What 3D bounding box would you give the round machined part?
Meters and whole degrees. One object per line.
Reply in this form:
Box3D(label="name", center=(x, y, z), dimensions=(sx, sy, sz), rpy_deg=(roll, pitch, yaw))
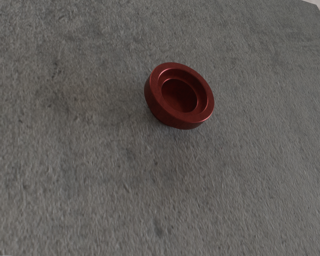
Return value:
Box3D(label="round machined part", center=(0.023, -0.040, 0.431), dimensions=(0.099, 0.042, 0.098), rpy_deg=(14, 56, -21))
